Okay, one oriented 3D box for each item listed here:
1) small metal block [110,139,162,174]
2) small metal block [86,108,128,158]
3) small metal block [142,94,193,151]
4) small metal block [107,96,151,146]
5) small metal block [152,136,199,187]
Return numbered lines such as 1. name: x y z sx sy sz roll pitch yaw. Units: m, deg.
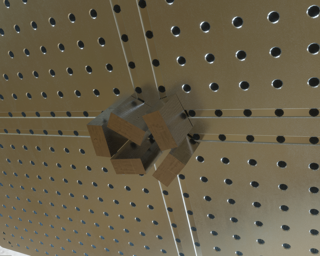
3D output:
1. small metal block: -0.033 0.040 0.437 0.050 0.050 0.025 -5 116 30
2. small metal block: -0.072 0.006 0.437 0.025 0.050 0.050 4 121 27
3. small metal block: 0.011 -0.008 0.384 0.025 0.050 0.050 -17 109 35
4. small metal block: -0.032 -0.011 0.406 0.050 0.050 0.025 29 129 9
5. small metal block: 0.021 0.042 0.410 0.025 0.050 0.050 37 129 5
